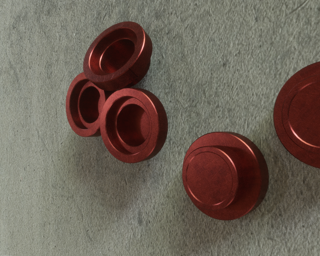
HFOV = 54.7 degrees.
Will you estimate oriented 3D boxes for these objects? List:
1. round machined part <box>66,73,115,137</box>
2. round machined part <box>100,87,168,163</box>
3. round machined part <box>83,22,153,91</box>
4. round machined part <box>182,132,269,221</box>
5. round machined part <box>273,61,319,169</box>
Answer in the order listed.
[{"bbox_3d":[-0.099,-0.035,0.476,0.098,0.042,0.097,0,90,40],"label":"round machined part"},{"bbox_3d":[-0.030,-0.004,0.414,0.098,0.042,0.097,3,95,33],"label":"round machined part"},{"bbox_3d":[-0.052,-0.092,0.421,0.098,0.042,0.098,-14,59,24],"label":"round machined part"},{"bbox_3d":[0.064,0.053,0.341,0.098,0.042,0.097,0,90,40],"label":"round machined part"},{"bbox_3d":[0.148,-0.012,0.272,0.098,0.042,0.097,0,90,40],"label":"round machined part"}]
